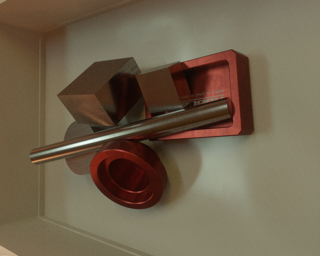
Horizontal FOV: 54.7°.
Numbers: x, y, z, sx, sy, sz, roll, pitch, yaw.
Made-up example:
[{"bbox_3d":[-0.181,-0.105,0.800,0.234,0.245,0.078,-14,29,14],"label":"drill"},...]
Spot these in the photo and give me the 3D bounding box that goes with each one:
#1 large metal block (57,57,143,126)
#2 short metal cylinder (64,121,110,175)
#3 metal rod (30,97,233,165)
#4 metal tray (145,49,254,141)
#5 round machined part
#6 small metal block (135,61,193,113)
[{"bbox_3d":[-0.075,-0.049,0.419,0.080,0.080,0.050,4,135,40],"label":"large metal block"},{"bbox_3d":[-0.101,0.028,0.468,0.080,0.050,0.079,0,90,39],"label":"short metal cylinder"},{"bbox_3d":[-0.055,0.011,0.394,0.300,0.025,0.025,-14,81,27],"label":"metal rod"},{"bbox_3d":[0.040,-0.032,0.366,0.130,0.030,0.089,-6,86,39],"label":"metal tray"},{"bbox_3d":[-0.036,0.055,0.401,0.098,0.042,0.097,11,126,16],"label":"round machined part"},{"bbox_3d":[0.005,-0.048,0.371,0.050,0.025,0.050,-6,112,40],"label":"small metal block"}]
